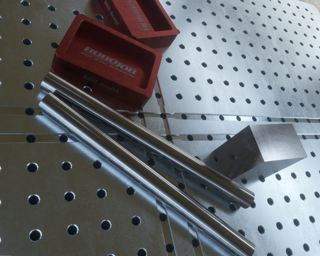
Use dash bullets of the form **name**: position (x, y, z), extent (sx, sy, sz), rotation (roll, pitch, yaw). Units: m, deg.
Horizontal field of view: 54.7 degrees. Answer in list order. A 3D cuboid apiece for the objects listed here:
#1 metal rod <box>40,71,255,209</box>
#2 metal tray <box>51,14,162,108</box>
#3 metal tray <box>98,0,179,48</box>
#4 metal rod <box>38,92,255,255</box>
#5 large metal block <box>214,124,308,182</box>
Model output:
- **metal rod**: position (-0.009, 0.020, 0.392), extent (0.301, 0.025, 0.025), rotation (31, 52, -9)
- **metal tray**: position (-0.068, -0.092, 0.425), extent (0.131, 0.030, 0.090), rotation (23, 53, -15)
- **metal tray**: position (-0.039, -0.188, 0.499), extent (0.091, 0.030, 0.130), rotation (-18, 72, -35)
- **metal rod**: position (-0.013, 0.059, 0.366), extent (0.301, 0.025, 0.025), rotation (37, 51, -4)
- **large metal block**: position (0.136, 0.035, 0.427), extent (0.081, 0.080, 0.050), rotation (-1, 63, -29)
